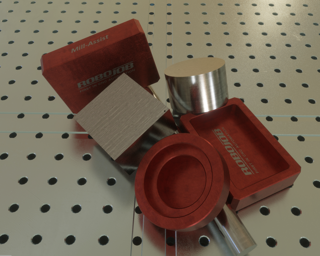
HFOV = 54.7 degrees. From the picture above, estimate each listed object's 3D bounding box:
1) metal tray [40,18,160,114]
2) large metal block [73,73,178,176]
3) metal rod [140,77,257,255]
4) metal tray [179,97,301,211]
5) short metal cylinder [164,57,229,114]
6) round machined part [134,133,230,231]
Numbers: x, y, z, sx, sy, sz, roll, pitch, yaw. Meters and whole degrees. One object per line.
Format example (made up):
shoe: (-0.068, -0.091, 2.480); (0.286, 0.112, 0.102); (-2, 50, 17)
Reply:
metal tray: (-0.074, -0.077, 0.406); (0.131, 0.090, 0.030); (-22, 54, 0)
large metal block: (-0.039, -0.005, 0.367); (0.080, 0.050, 0.080); (-44, 61, -10)
metal rod: (0.020, 0.016, 0.388); (0.025, 0.025, 0.300); (-20, 53, -16)
metal tray: (0.091, 0.025, 0.379); (0.091, 0.030, 0.130); (-20, 53, -16)
short metal cylinder: (0.050, -0.059, 0.417); (0.080, 0.050, 0.080); (-10, 26, 5)
round machined part: (0.026, 0.058, 0.325); (0.098, 0.042, 0.098); (-13, 62, 26)
